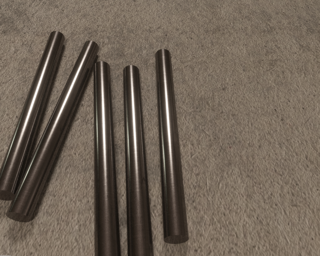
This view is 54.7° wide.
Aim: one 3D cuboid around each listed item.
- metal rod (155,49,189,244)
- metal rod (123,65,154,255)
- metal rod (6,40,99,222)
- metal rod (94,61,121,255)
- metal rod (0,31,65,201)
[{"bbox_3d":[0.011,-0.003,0.405,0.025,0.025,0.300,-1,50,-2],"label":"metal rod"},{"bbox_3d":[-0.030,0.028,0.379,0.025,0.025,0.300,-4,50,-4],"label":"metal rod"},{"bbox_3d":[-0.131,-0.021,0.418,0.025,0.025,0.300,5,50,4],"label":"metal rod"},{"bbox_3d":[-0.069,0.020,0.385,0.025,0.025,0.300,-6,50,-5],"label":"metal rod"},{"bbox_3d":[-0.173,-0.041,0.435,0.025,0.025,0.300,-1,50,-1],"label":"metal rod"}]
